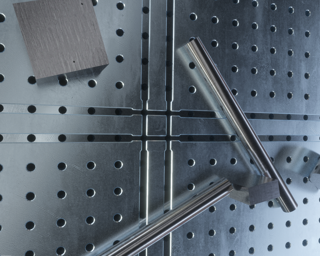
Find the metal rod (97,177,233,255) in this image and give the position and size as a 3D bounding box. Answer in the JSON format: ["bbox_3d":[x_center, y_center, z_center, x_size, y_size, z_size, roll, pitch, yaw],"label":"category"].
[{"bbox_3d":[-0.030,0.148,0.401,0.302,0.025,0.025,-27,99,-18],"label":"metal rod"}]

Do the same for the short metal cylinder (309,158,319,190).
[{"bbox_3d":[0.287,0.076,0.489,0.080,0.080,0.050,41,77,-16],"label":"short metal cylinder"}]

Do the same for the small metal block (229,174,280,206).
[{"bbox_3d":[0.135,0.088,0.449,0.050,0.050,0.025,-10,94,-20],"label":"small metal block"}]

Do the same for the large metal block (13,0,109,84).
[{"bbox_3d":[-0.113,-0.100,0.357,0.081,0.050,0.080,-17,96,-19],"label":"large metal block"}]

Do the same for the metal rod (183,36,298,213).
[{"bbox_3d":[0.124,0.002,0.457,0.025,0.025,0.299,-37,102,-16],"label":"metal rod"}]
